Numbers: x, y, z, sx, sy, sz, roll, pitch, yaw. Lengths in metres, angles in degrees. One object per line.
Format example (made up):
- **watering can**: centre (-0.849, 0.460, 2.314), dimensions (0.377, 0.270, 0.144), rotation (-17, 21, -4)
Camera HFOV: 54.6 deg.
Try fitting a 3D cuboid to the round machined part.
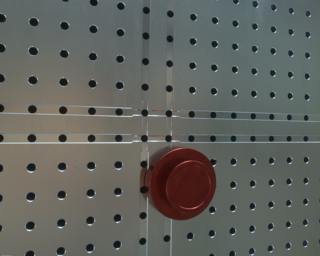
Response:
- **round machined part**: centre (0.033, 0.075, 0.416), dimensions (0.099, 0.042, 0.097), rotation (0, 90, -20)
